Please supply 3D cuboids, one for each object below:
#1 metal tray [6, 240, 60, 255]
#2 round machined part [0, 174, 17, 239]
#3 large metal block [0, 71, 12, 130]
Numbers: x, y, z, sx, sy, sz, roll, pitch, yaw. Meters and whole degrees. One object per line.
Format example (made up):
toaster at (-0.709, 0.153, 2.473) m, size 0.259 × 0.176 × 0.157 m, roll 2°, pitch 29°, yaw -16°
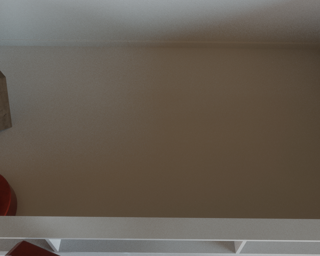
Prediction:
metal tray at (-0.068, 0.148, 0.213) m, size 0.090 × 0.129 × 0.030 m, roll 17°, pitch 28°, yaw 13°
round machined part at (-0.207, 0.083, 0.322) m, size 0.099 × 0.042 × 0.098 m, roll 0°, pitch 50°, yaw 0°
large metal block at (-0.237, -0.046, 0.399) m, size 0.050 × 0.079 × 0.080 m, roll -24°, pitch 53°, yaw -38°
